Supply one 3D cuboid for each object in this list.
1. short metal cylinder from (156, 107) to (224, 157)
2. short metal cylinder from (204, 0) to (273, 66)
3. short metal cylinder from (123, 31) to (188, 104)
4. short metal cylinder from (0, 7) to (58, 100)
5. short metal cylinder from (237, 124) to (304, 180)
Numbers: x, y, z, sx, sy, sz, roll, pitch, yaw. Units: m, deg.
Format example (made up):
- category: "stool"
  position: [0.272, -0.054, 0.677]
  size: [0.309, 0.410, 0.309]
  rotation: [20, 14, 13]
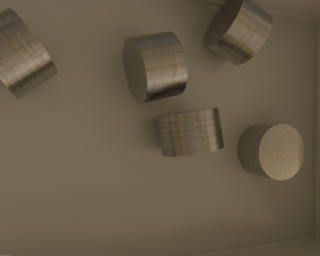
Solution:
- category: "short metal cylinder"
  position: [0.038, 0.004, 0.397]
  size: [0.081, 0.080, 0.050]
  rotation: [-10, 94, -20]
- category: "short metal cylinder"
  position: [0.104, -0.133, 0.421]
  size: [0.050, 0.080, 0.080]
  rotation: [27, 81, -19]
- category: "short metal cylinder"
  position: [-0.008, -0.074, 0.379]
  size: [0.050, 0.080, 0.080]
  rotation: [-15, 96, -20]
- category: "short metal cylinder"
  position: [-0.154, -0.076, 0.325]
  size: [0.050, 0.080, 0.080]
  rotation: [-39, 103, -16]
- category: "short metal cylinder"
  position: [0.164, 0.034, 0.460]
  size: [0.081, 0.050, 0.079]
  rotation: [0, 90, -20]
